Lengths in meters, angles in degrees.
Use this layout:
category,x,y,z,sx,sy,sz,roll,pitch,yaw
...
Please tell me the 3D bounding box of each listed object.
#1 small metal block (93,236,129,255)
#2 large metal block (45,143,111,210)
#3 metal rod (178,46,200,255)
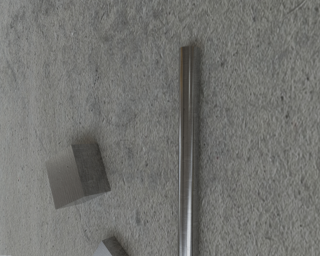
category,x,y,z,sx,sy,sz,roll,pitch,yaw
small metal block,-0.074,0.201,0.463,0.050,0.025,0.050,43,115,31
large metal block,-0.133,0.077,0.495,0.080,0.050,0.080,-29,72,36
metal rod,0.034,0.053,0.374,0.025,0.025,0.298,1,90,39
